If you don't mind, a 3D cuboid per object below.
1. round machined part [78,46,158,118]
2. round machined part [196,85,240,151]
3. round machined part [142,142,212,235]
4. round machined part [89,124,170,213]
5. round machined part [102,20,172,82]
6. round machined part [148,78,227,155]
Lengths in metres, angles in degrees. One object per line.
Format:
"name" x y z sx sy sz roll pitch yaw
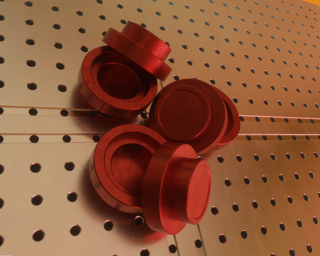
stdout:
"round machined part" -0.056 -0.054 0.399 0.099 0.042 0.098 13 56 -21
"round machined part" 0.060 -0.012 0.436 0.099 0.042 0.098 13 56 -21
"round machined part" 0.024 0.065 0.333 0.099 0.042 0.097 -15 107 -60
"round machined part" -0.031 0.048 0.350 0.099 0.042 0.098 13 56 -21
"round machined part" -0.024 -0.106 0.413 0.098 0.042 0.098 33 7 -4
"round machined part" 0.031 -0.015 0.384 0.098 0.098 0.042 63 12 17
